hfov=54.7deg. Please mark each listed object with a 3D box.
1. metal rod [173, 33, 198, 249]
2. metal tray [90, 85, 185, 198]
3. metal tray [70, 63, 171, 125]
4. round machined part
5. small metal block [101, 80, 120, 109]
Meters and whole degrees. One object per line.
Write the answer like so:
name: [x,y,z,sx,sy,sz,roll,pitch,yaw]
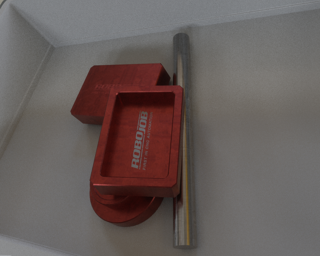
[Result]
metal rod: [0.029,-0.007,0.393,0.025,0.025,0.299,-12,57,21]
metal tray: [-0.020,0.011,0.354,0.090,0.030,0.130,1,58,9]
metal tray: [-0.058,-0.048,0.452,0.130,0.030,0.090,5,64,29]
round machined part: [-0.045,0.066,0.377,0.098,0.042,0.098,-13,56,20]
small metal block: [-0.059,-0.046,0.463,0.050,0.025,0.050,-13,56,20]
